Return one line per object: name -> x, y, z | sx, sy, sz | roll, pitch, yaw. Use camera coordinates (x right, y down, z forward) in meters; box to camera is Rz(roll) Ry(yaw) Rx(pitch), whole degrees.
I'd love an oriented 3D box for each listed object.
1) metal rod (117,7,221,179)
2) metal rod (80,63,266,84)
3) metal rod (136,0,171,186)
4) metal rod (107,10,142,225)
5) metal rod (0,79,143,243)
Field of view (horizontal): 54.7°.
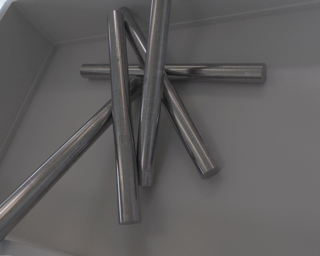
metal rod -> -0.001, -0.066, 0.419 | 0.025, 0.025, 0.299 | -31, 60, 8
metal rod -> -0.001, -0.082, 0.456 | 0.300, 0.025, 0.025 | 7, 65, 31
metal rod -> -0.006, -0.080, 0.381 | 0.025, 0.025, 0.298 | 5, 88, 30
metal rod -> -0.049, -0.032, 0.398 | 0.025, 0.025, 0.299 | -16, 63, 19
metal rod -> -0.099, 0.023, 0.360 | 0.025, 0.025, 0.301 | 3, 36, 29
